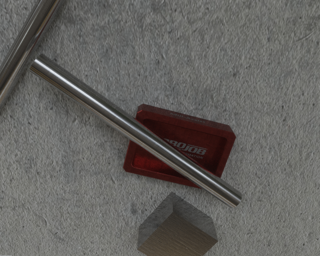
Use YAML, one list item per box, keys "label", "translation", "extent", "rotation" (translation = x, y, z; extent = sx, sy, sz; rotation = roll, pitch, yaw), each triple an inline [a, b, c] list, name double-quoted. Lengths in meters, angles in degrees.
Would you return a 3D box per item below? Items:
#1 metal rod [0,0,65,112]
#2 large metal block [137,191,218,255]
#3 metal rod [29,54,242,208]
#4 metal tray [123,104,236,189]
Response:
- label: "metal rod"
  translation: [-0.145, -0.119, 0.363]
  extent: [0.025, 0.025, 0.299]
  rotation: [35, 106, -12]
- label: "large metal block"
  translation: [0.024, 0.155, 0.454]
  extent: [0.080, 0.050, 0.080]
  rotation: [36, 106, -13]
- label: "metal rod"
  translation: [-0.019, 0.011, 0.381]
  extent: [0.301, 0.025, 0.025]
  rotation: [35, 106, -13]
- label: "metal tray"
  translation: [0.024, 0.027, 0.417]
  extent: [0.131, 0.030, 0.089]
  rotation: [14, 109, -6]
